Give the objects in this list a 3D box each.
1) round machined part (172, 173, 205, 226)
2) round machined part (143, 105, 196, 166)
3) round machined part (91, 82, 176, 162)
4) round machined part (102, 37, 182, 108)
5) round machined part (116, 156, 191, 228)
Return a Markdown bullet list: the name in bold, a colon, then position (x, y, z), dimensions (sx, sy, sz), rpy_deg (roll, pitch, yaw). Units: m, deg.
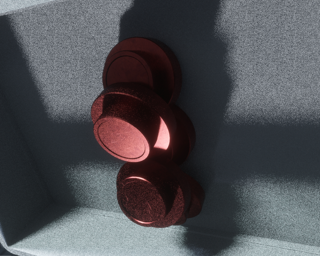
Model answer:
- **round machined part**: position (0.010, 0.101, 0.435), dimensions (0.098, 0.042, 0.097), rpy_deg (15, 139, 14)
- **round machined part**: position (-0.006, 0.014, 0.408), dimensions (0.098, 0.042, 0.097), rpy_deg (13, 123, 21)
- **round machined part**: position (-0.035, 0.001, 0.348), dimensions (0.098, 0.042, 0.097), rpy_deg (15, 137, 15)
- **round machined part**: position (-0.027, -0.056, 0.362), dimensions (0.098, 0.042, 0.097), rpy_deg (7, 106, 26)
- **round machined part**: position (-0.015, 0.084, 0.389), dimensions (0.098, 0.042, 0.097), rpy_deg (9, 111, 25)
